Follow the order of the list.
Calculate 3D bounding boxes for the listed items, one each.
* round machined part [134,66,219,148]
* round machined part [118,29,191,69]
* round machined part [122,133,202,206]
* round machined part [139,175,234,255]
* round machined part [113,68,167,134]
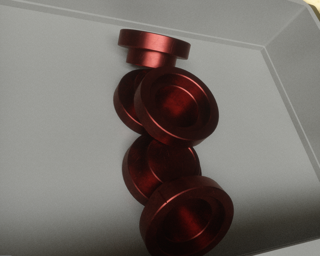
[{"bbox_3d":[0.016,-0.020,0.360,0.099,0.042,0.098,14,56,-21],"label":"round machined part"},{"bbox_3d":[-0.010,-0.104,0.429,0.099,0.098,0.042,7,101,-25],"label":"round machined part"},{"bbox_3d":[0.008,0.046,0.370,0.099,0.042,0.098,14,56,-21],"label":"round machined part"},{"bbox_3d":[0.025,0.091,0.329,0.099,0.097,0.042,6,21,-26],"label":"round machined part"},{"bbox_3d":[-0.009,-0.040,0.414,0.099,0.042,0.098,14,56,-21],"label":"round machined part"}]
